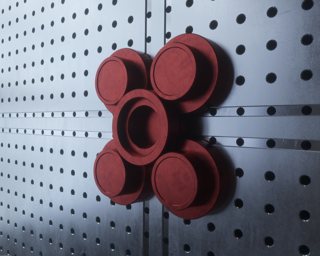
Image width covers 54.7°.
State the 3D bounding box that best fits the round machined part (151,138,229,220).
[{"bbox_3d":[0.028,0.061,0.372,0.098,0.042,0.097,0,90,39],"label":"round machined part"}]

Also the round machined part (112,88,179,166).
[{"bbox_3d":[-0.014,-0.001,0.406,0.098,0.042,0.097,0,90,39],"label":"round machined part"}]

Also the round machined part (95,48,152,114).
[{"bbox_3d":[-0.055,-0.065,0.440,0.098,0.042,0.097,0,90,39],"label":"round machined part"}]

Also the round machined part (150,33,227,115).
[{"bbox_3d":[0.027,-0.065,0.374,0.098,0.042,0.097,0,90,39],"label":"round machined part"}]

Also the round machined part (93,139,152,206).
[{"bbox_3d":[-0.058,0.062,0.444,0.098,0.042,0.097,0,90,39],"label":"round machined part"}]
